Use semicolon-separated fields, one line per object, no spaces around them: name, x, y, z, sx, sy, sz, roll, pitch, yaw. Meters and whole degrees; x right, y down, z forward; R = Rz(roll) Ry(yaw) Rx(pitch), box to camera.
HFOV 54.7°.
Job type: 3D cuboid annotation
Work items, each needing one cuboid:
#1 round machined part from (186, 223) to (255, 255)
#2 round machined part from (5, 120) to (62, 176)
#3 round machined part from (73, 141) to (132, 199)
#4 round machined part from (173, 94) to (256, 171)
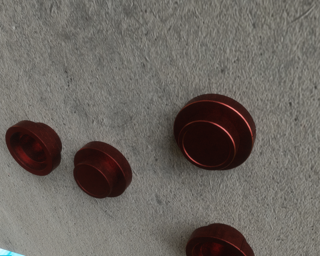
round machined part;0.091;0.181;0.460;0.098;0.042;0.097;13;124;21
round machined part;-0.207;0.029;0.523;0.098;0.042;0.097;13;124;21
round machined part;-0.097;0.073;0.492;0.098;0.042;0.097;13;124;21
round machined part;0.061;0.012;0.371;0.098;0.042;0.097;13;124;21
